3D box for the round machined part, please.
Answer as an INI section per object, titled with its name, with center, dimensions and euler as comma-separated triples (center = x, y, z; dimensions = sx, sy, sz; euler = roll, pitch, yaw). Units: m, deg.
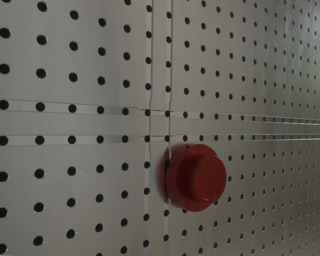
[round machined part]
center = 0.058, 0.072, 0.446
dimensions = 0.099, 0.042, 0.097
euler = 0, 90, -40
